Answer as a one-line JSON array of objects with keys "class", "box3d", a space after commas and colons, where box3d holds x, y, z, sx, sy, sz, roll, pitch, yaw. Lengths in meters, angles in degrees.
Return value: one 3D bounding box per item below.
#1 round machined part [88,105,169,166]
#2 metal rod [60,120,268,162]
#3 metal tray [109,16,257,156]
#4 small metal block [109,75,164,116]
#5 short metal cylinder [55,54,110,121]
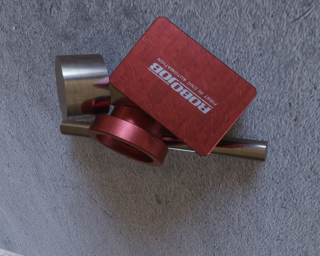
[{"class": "round machined part", "box3d": [-0.034, 0.007, 0.380, 0.098, 0.042, 0.098, 22, 163, 7]}, {"class": "metal rod", "box3d": [-0.012, 0.013, 0.423, 0.301, 0.025, 0.025, 6, 121, 25]}, {"class": "metal tray", "box3d": [0.024, -0.043, 0.333, 0.130, 0.030, 0.090, 39, 90, 1]}, {"class": "small metal block", "box3d": [-0.027, -0.042, 0.378, 0.050, 0.050, 0.025, 22, 127, 15]}, {"class": "short metal cylinder", "box3d": [-0.098, -0.051, 0.387, 0.080, 0.050, 0.080, 172, 90, -66]}]
